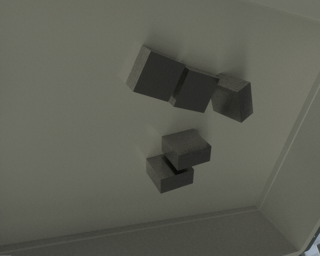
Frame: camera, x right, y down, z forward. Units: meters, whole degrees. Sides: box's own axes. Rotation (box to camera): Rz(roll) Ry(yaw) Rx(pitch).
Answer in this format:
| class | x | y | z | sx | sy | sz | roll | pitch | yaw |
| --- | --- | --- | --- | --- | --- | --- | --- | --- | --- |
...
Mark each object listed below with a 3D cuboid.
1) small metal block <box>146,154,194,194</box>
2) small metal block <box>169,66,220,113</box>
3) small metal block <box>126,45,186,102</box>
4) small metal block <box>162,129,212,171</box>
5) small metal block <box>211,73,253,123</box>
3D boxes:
| class | x | y | z | sx | sy | sz | roll | pitch | yaw |
| --- | --- | --- | --- | --- | --- | --- | --- | --- | --- |
| small metal block | 0.013 | 0.061 | 0.439 | 0.050 | 0.050 | 0.025 | -14 | 124 | -21 |
| small metal block | 0.042 | -0.051 | 0.402 | 0.050 | 0.025 | 0.050 | 9 | 114 | -33 |
| small metal block | -0.005 | -0.064 | 0.368 | 0.050 | 0.025 | 0.050 | 13 | 112 | -34 |
| small metal block | 0.036 | 0.029 | 0.432 | 0.050 | 0.050 | 0.025 | -14 | 124 | -21 |
| small metal block | 0.096 | -0.041 | 0.418 | 0.025 | 0.050 | 0.050 | -37 | 131 | -22 |
